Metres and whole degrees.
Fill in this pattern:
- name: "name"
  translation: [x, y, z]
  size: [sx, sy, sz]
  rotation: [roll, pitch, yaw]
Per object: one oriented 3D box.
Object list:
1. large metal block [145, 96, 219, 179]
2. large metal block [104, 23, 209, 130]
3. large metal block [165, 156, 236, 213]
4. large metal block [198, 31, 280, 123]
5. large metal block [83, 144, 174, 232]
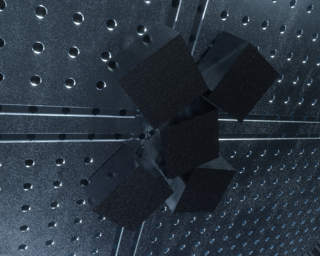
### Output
- name: "large metal block"
  translation: [0.031, 0.010, 0.416]
  size: [0.081, 0.050, 0.080]
  rotation: [-21, 127, -16]
- name: "large metal block"
  translation: [-0.003, -0.059, 0.356]
  size: [0.080, 0.050, 0.080]
  rotation: [-38, 129, -2]
- name: "large metal block"
  translation: [0.056, 0.081, 0.475]
  size: [0.081, 0.050, 0.080]
  rotation: [9, 114, -33]
- name: "large metal block"
  translation: [0.095, -0.065, 0.404]
  size: [0.080, 0.050, 0.080]
  rotation: [28, 103, -40]
- name: "large metal block"
  translation: [-0.042, 0.083, 0.420]
  size: [0.080, 0.050, 0.080]
  rotation: [-44, 129, 2]
